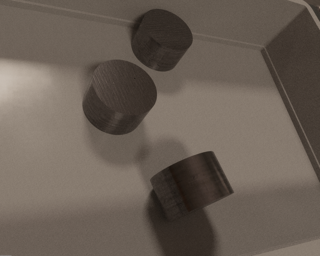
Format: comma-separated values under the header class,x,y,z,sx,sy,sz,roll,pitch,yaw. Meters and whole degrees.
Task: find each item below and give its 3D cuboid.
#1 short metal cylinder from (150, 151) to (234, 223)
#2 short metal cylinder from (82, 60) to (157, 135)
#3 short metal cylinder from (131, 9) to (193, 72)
class,x,y,z,sx,sy,sz,roll,pitch,yaw
short metal cylinder,0.036,0.067,0.350,0.081,0.080,0.050,-12,68,-34
short metal cylinder,-0.051,-0.038,0.387,0.081,0.050,0.080,14,56,-21
short metal cylinder,0.003,-0.134,0.474,0.081,0.050,0.080,14,56,-21
